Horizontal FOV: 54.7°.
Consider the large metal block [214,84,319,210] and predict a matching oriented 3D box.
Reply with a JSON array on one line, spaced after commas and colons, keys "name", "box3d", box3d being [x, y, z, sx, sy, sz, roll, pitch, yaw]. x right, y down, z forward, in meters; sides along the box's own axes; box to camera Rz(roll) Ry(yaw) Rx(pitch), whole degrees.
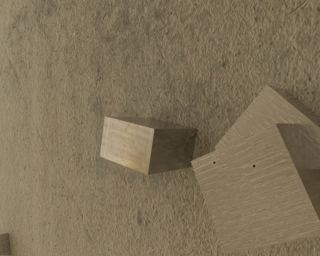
[{"name": "large metal block", "box3d": [0.114, 0.017, 0.294, 0.080, 0.050, 0.080, 50, 119, 28]}]

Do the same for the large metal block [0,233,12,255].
[{"name": "large metal block", "box3d": [-0.382, 0.289, 0.705, 0.080, 0.050, 0.080, -22, 76, 38]}]

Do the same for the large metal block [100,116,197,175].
[{"name": "large metal block", "box3d": [-0.014, 0.018, 0.380, 0.080, 0.081, 0.050, 14, 99, 39]}]

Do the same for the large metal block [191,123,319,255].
[{"name": "large metal block", "box3d": [0.084, 0.049, 0.255, 0.080, 0.050, 0.080, -30, 72, 36]}]
